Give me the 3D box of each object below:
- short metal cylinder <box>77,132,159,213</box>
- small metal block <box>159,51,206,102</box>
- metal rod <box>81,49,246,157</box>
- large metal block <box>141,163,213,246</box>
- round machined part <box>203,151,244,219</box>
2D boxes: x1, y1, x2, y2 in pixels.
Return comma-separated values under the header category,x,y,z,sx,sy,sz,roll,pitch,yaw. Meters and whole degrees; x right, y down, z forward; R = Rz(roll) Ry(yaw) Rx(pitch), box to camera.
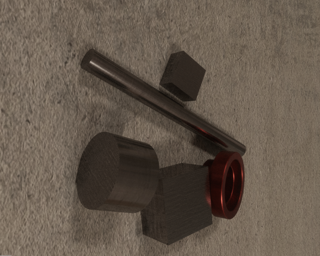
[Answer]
category,x,y,z,sx,sy,sz,roll,pitch,yaw
short metal cylinder,-0.046,0.048,0.332,0.050,0.080,0.080,19,78,-39
small metal block,0.033,-0.071,0.434,0.050,0.025,0.050,32,70,-36
metal rod,0.027,-0.019,0.429,0.301,0.025,0.025,28,72,-37
large metal block,0.021,0.095,0.408,0.081,0.050,0.079,-9,96,-40
round machined part,0.090,0.082,0.460,0.099,0.042,0.097,-8,99,-57
